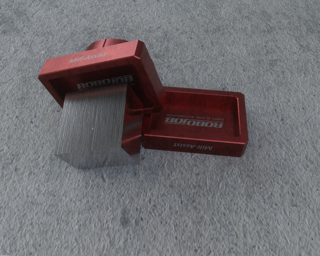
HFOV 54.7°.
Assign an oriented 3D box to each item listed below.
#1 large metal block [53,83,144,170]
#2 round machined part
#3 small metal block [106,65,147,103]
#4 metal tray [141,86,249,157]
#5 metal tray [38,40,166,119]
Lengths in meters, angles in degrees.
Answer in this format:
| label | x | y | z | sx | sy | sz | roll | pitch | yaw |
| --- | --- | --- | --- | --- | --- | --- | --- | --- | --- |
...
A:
| label | x | y | z | sx | sy | sz | roll | pitch | yaw |
| --- | --- | --- | --- | --- | --- | --- | --- | --- | --- |
| large metal block | -0.068 | 0.000 | 0.363 | 0.080 | 0.050 | 0.080 | -7 | 61 | 17 |
| round machined part | -0.054 | -0.077 | 0.407 | 0.099 | 0.097 | 0.042 | 5 | 50 | 3 |
| small metal block | -0.049 | -0.066 | 0.460 | 0.050 | 0.025 | 0.050 | 5 | 50 | 4 |
| metal tray | 0.046 | -0.011 | 0.411 | 0.131 | 0.030 | 0.090 | 5 | 50 | 3 |
| metal tray | -0.068 | -0.052 | 0.383 | 0.130 | 0.090 | 0.030 | -7 | 49 | 18 |
